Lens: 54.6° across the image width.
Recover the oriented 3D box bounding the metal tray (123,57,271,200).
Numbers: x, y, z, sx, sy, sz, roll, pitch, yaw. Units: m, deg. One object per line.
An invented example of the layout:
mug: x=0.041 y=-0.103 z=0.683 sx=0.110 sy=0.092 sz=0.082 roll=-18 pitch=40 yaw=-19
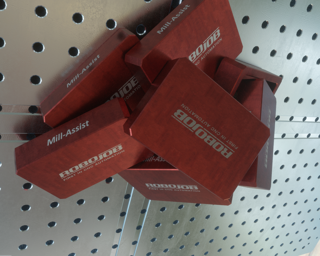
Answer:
metal tray: x=0.041 y=0.003 z=0.317 sx=0.130 sy=0.030 sz=0.090 roll=36 pitch=84 yaw=-19

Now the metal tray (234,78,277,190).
metal tray: x=0.123 y=0.012 z=0.400 sx=0.090 sy=0.030 sz=0.130 roll=24 pitch=71 yaw=-58

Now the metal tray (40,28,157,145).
metal tray: x=-0.056 y=-0.035 z=0.354 sx=0.130 sy=0.030 sz=0.090 roll=-44 pitch=129 yaw=1

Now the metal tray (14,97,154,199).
metal tray: x=-0.080 y=0.027 z=0.351 sx=0.130 sy=0.030 sz=0.090 roll=-26 pitch=145 yaw=2

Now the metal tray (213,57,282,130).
metal tray: x=0.108 y=-0.038 z=0.414 sx=0.131 sy=0.030 sz=0.089 roll=-1 pitch=121 yaw=-51

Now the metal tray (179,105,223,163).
metal tray: x=0.063 y=0.013 z=0.412 sx=0.030 sy=0.090 sz=0.130 roll=-39 pitch=129 yaw=-1

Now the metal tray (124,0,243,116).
metal tray: x=0.033 y=-0.084 z=0.349 sx=0.130 sy=0.030 sz=0.090 roll=-47 pitch=133 yaw=-14

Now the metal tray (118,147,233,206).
metal tray: x=0.019 y=0.063 z=0.400 sx=0.090 sy=0.130 sz=0.030 roll=51 pitch=47 yaw=-40
